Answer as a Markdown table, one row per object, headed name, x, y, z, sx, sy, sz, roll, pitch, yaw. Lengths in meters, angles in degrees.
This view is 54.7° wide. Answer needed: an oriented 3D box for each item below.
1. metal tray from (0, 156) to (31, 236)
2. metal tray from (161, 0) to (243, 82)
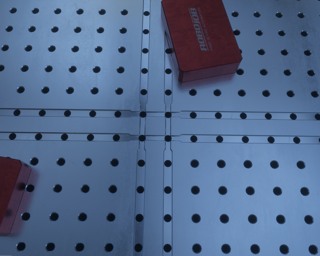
| name | x | y | z | sx | sy | sz | roll | pitch | yaw |
| --- | --- | --- | --- | --- | --- | --- | --- | --- | --- |
| metal tray | -0.239 | 0.075 | 0.379 | 0.131 | 0.030 | 0.090 | 10 | 70 | 3 |
| metal tray | 0.058 | -0.138 | 0.460 | 0.091 | 0.030 | 0.129 | -11 | 70 | -5 |
